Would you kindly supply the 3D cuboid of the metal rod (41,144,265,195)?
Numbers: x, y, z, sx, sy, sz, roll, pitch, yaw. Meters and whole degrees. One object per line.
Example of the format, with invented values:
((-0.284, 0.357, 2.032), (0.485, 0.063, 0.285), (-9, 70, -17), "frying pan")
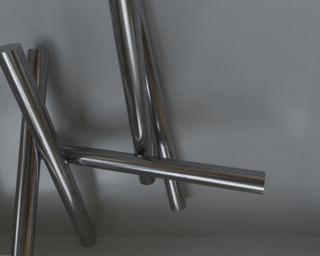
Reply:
((-0.031, 0.044, 0.377), (0.301, 0.025, 0.025), (6, 111, 17), "metal rod")

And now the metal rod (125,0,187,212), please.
((-0.004, -0.022, 0.402), (0.025, 0.025, 0.298), (-11, 110, 4), "metal rod")

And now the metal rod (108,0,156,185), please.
((-0.025, -0.033, 0.332), (0.025, 0.025, 0.298), (-3, 136, 1), "metal rod")

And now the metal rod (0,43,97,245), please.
((-0.126, 0.044, 0.380), (0.025, 0.025, 0.298), (-7, 125, 2), "metal rod")

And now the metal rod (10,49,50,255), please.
((-0.157, 0.056, 0.370), (0.025, 0.025, 0.298), (4, 87, -2), "metal rod")
